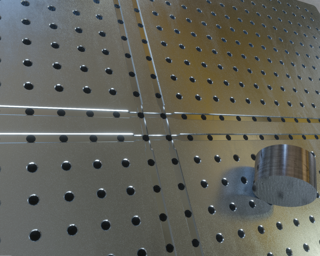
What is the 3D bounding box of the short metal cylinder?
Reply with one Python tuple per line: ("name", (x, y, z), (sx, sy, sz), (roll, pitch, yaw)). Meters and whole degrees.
("short metal cylinder", (0.171, 0.067, 0.427), (0.080, 0.080, 0.050), (28, 52, -11))
